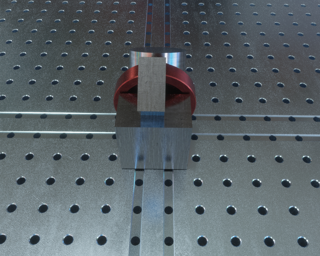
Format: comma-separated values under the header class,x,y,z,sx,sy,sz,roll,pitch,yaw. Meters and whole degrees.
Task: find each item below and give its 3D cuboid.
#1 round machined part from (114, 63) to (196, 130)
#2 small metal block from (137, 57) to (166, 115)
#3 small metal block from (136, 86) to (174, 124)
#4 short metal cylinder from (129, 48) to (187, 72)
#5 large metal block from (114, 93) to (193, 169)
class,x,y,z,sx,sy,sz,roll,pitch,yaw
round machined part,-0.006,-0.043,0.383,0.099,0.097,0.042,1,50,0
small metal block,-0.007,-0.039,0.306,0.025,0.050,0.050,1,88,0
small metal block,-0.006,-0.033,0.434,0.050,0.025,0.050,1,50,0
short metal cylinder,-0.003,-0.086,0.442,0.081,0.050,0.080,1,20,0
large metal block,-0.007,0.006,0.366,0.081,0.080,0.050,1,50,0
